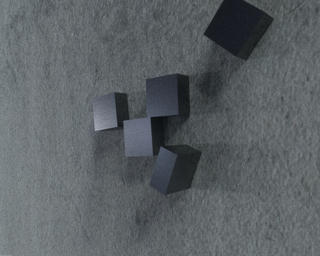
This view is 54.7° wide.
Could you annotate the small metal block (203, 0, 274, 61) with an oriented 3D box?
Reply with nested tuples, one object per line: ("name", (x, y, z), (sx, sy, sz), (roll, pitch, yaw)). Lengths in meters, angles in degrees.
("small metal block", (0.084, -0.109, 0.335), (0.050, 0.025, 0.050), (45, 117, 30))

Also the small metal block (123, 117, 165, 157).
("small metal block", (-0.022, 0.013, 0.421), (0.050, 0.025, 0.050), (-6, 86, 39))

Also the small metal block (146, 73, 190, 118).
("small metal block", (0.010, -0.040, 0.395), (0.050, 0.025, 0.050), (-3, 88, 39))

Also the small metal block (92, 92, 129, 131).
("small metal block", (-0.073, -0.023, 0.463), (0.050, 0.025, 0.050), (-10, 84, 39))

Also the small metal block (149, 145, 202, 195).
("small metal block", (0.019, 0.048, 0.371), (0.025, 0.050, 0.050), (26, 107, 36))
